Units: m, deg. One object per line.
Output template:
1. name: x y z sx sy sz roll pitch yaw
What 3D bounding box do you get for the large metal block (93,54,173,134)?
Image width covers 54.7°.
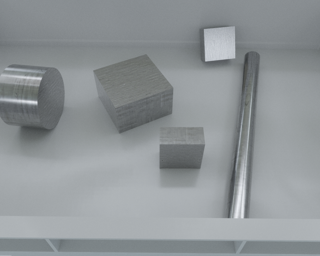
1. large metal block: -0.037 -0.049 0.430 0.081 0.050 0.080 -22 54 -18

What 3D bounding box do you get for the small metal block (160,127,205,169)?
1. small metal block: 0.025 0.024 0.369 0.050 0.050 0.025 0 50 0

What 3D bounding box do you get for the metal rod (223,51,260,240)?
1. metal rod: 0.113 -0.003 0.408 0.025 0.025 0.300 11 51 9

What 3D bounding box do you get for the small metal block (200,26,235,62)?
1. small metal block: 0.093 -0.137 0.501 0.050 0.050 0.025 -8 19 -7

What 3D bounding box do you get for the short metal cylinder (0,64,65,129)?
1. short metal cylinder: -0.164 -0.040 0.401 0.050 0.080 0.080 6 50 4
